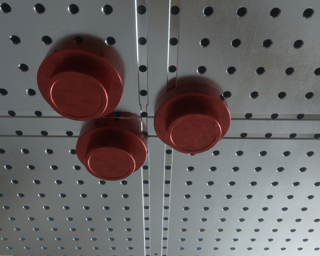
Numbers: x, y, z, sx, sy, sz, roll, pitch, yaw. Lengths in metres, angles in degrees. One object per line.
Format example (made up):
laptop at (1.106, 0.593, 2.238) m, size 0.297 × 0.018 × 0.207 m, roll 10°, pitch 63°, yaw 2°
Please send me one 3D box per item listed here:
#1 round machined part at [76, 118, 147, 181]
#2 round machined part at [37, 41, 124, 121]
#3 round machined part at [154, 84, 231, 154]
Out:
round machined part at (-0.067, 0.036, 0.430) m, size 0.099 × 0.042 × 0.097 m, roll 0°, pitch 130°, yaw 0°
round machined part at (-0.092, -0.047, 0.360) m, size 0.099 × 0.042 × 0.097 m, roll 0°, pitch 130°, yaw 0°
round machined part at (0.041, -0.004, 0.397) m, size 0.099 × 0.042 × 0.097 m, roll 0°, pitch 130°, yaw 0°
